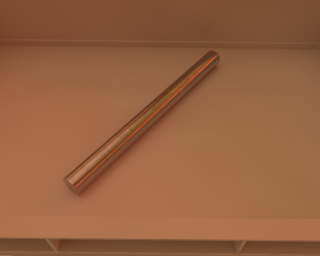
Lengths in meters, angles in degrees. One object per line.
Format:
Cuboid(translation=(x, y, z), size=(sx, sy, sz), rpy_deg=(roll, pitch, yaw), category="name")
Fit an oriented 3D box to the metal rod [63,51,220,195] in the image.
Cuboid(translation=(-0.007, -0.024, 0.425), size=(0.025, 0.025, 0.301), rpy_deg=(31, 56, 23), category="metal rod")
